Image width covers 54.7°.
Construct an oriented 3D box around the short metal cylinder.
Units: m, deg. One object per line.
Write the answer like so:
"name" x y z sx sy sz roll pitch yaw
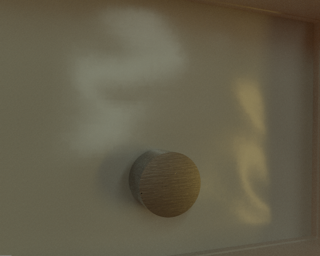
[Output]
"short metal cylinder" 0.005 0.069 0.400 0.081 0.050 0.079 0 90 -21
